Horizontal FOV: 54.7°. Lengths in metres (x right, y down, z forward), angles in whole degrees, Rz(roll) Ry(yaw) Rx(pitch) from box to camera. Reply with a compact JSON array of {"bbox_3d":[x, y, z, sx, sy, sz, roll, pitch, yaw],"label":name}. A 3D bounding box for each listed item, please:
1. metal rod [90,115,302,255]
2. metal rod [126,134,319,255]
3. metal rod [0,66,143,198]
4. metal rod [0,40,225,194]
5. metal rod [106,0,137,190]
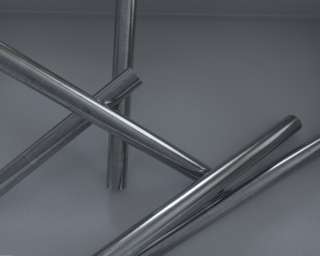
[{"bbox_3d":[0.060,0.062,0.351,0.302,0.025,0.025,-30,73,-25],"label":"metal rod"},{"bbox_3d":[0.097,0.082,0.380,0.302,0.025,0.025,-28,73,-10],"label":"metal rod"},{"bbox_3d":[-0.144,0.033,0.355,0.300,0.025,0.025,-38,74,3],"label":"metal rod"},{"bbox_3d":[-0.045,-0.003,0.336,0.301,0.025,0.025,32,71,-20],"label":"metal rod"},{"bbox_3d":[-0.045,-0.075,0.373,0.025,0.025,0.298,4,94,1],"label":"metal rod"}]
